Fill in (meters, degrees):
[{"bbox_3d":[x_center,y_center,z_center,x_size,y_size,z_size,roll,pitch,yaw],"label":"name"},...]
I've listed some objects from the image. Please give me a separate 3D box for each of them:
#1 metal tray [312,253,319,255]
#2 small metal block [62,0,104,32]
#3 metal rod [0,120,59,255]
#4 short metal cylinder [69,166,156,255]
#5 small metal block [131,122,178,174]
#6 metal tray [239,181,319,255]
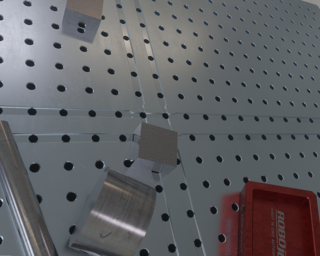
[{"bbox_3d":[0.233,0.209,0.402,0.131,0.030,0.090,0,62,-29],"label":"metal tray"},{"bbox_3d":[-0.112,-0.175,0.454,0.050,0.025,0.050,12,57,-22],"label":"small metal block"},{"bbox_3d":[-0.101,0.126,0.276,0.025,0.025,0.299,-17,71,-35],"label":"metal rod"},{"bbox_3d":[-0.045,0.084,0.297,0.050,0.080,0.080,28,52,-11],"label":"short metal cylinder"},{"bbox_3d":[-0.006,0.026,0.389,0.050,0.025,0.050,16,55,-19],"label":"small metal block"},{"bbox_3d":[0.145,0.135,0.378,0.090,0.030,0.130,9,54,5],"label":"metal tray"}]
